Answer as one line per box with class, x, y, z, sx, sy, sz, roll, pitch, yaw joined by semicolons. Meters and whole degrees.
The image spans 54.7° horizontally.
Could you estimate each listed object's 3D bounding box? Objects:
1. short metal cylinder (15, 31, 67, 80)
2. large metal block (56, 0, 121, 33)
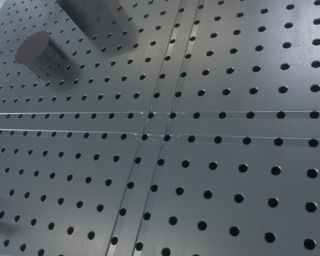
short metal cylinder;-0.229;-0.139;0.598;0.080;0.050;0.080;-13;56;21
large metal block;-0.133;-0.238;0.589;0.080;0.080;0.050;-10;58;23
